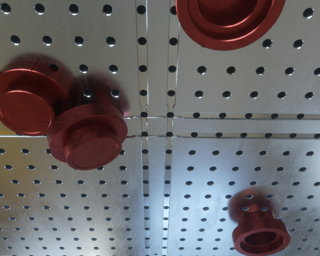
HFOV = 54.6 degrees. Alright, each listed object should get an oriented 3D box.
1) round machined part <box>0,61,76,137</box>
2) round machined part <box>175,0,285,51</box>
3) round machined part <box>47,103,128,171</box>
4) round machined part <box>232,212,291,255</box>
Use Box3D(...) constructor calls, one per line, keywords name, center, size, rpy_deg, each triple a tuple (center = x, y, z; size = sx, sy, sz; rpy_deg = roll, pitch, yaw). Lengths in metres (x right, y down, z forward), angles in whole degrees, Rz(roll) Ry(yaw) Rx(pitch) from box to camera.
Box3D(name="round machined part", center=(-0.155, -0.028, 0.375), size=(0.099, 0.042, 0.097), rpy_deg=(0, 130, 0))
Box3D(name="round machined part", center=(0.063, -0.127, 0.293), size=(0.099, 0.042, 0.097), rpy_deg=(0, 130, 0))
Box3D(name="round machined part", center=(-0.086, 0.017, 0.388), size=(0.099, 0.042, 0.098), rpy_deg=(-20, 148, -13))
Box3D(name="round machined part", center=(0.180, 0.190, 0.563), size=(0.099, 0.042, 0.097), rpy_deg=(0, 130, 0))
